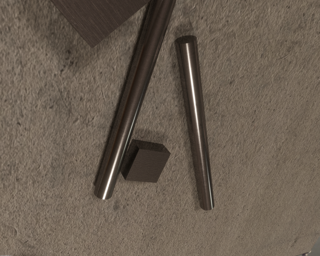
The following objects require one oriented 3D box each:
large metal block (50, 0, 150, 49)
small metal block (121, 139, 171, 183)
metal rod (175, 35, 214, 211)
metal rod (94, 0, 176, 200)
[{"bbox_3d":[-0.061,-0.133,0.276,0.080,0.050,0.080,-40,130,-1],"label":"large metal block"},{"bbox_3d":[-0.021,0.046,0.426,0.050,0.025,0.050,12,112,-34],"label":"small metal block"},{"bbox_3d":[0.056,0.015,0.448,0.025,0.025,0.298,-23,127,-15],"label":"metal rod"},{"bbox_3d":[-0.030,-0.041,0.366,0.025,0.025,0.298,6,116,-32],"label":"metal rod"}]
